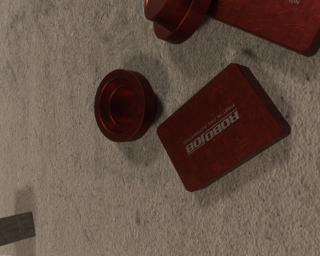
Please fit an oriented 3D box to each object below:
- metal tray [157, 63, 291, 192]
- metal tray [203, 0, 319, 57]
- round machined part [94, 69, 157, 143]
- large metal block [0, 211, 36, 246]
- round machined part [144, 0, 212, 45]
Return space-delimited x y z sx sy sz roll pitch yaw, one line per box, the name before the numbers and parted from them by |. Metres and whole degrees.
metal tray | 0.064 0.003 0.348 0.129 0.030 0.090 -41 65 32
metal tray | 0.112 -0.137 0.308 0.130 0.030 0.089 37 112 33
round machined part | -0.043 -0.030 0.427 0.098 0.042 0.097 0 90 39
large metal block | -0.311 0.206 0.622 0.080 0.081 0.050 -21 77 38
round machined part | 0.016 -0.150 0.355 0.098 0.042 0.098 -34 49 52
